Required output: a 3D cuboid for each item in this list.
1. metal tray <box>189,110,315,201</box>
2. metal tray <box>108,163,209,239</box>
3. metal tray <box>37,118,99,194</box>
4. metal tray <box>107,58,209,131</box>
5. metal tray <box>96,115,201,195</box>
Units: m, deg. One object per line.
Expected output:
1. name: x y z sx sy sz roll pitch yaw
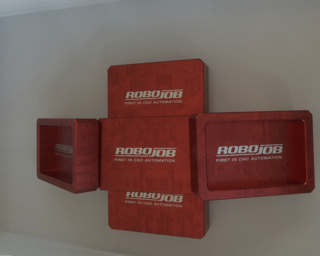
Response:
1. metal tray: 0.100 0.027 0.338 0.131 0.030 0.089 -2 90 -10
2. metal tray: -0.003 0.090 0.406 0.130 0.030 0.089 0 90 19
3. metal tray: -0.129 0.032 0.419 0.130 0.030 0.089 2 92 49
4. metal tray: -0.004 -0.039 0.406 0.130 0.030 0.089 0 90 19
5. metal tray: -0.013 0.031 0.379 0.130 0.030 0.089 -1 90 19
